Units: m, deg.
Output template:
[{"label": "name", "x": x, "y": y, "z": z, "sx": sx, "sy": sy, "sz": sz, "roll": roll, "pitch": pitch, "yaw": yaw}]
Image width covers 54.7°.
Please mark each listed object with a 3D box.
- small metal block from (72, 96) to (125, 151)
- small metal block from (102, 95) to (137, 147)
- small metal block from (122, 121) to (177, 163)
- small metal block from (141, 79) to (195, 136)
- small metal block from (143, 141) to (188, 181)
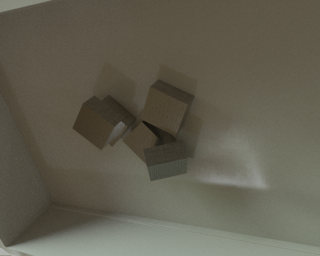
[{"label": "small metal block", "x": -0.083, "y": -0.006, "z": 0.415, "sx": 0.050, "sy": 0.025, "sz": 0.050, "roll": 37, "pitch": 129, "yaw": 3}, {"label": "small metal block", "x": -0.070, "y": -0.009, "z": 0.438, "sx": 0.050, "sy": 0.025, "sz": 0.050, "roll": 41, "pitch": 129, "yaw": 0}, {"label": "small metal block", "x": -0.015, "y": 0.017, "z": 0.425, "sx": 0.050, "sy": 0.025, "sz": 0.050, "roll": 45, "pitch": 129, "yaw": -4}, {"label": "small metal block", "x": 0.009, "y": -0.025, "z": 0.387, "sx": 0.050, "sy": 0.025, "sz": 0.050, "roll": 27, "pitch": 128, "yaw": 11}, {"label": "small metal block", "x": 0.008, "y": 0.044, "z": 0.403, "sx": 0.050, "sy": 0.025, "sz": 0.050, "roll": -12, "pitch": 150, "yaw": -3}]
